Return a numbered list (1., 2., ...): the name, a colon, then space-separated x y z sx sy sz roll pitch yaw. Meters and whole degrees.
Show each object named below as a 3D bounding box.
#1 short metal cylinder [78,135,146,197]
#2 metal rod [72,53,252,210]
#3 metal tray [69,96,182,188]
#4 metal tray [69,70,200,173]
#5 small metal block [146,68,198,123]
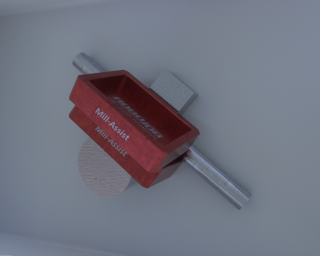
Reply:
1. short metal cylinder: -0.060 0.045 0.410 0.080 0.050 0.079 4 98 24
2. metal rod: -0.007 -0.005 0.412 0.300 0.025 0.025 41 103 15
3. metal tray: -0.039 0.014 0.387 0.130 0.090 0.030 41 103 15
4. metal tray: -0.027 -0.015 0.356 0.130 0.091 0.030 41 120 15
5. small metal block: 0.013 -0.041 0.404 0.050 0.025 0.050 42 103 14
